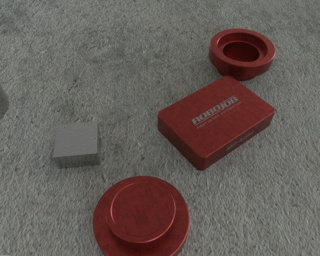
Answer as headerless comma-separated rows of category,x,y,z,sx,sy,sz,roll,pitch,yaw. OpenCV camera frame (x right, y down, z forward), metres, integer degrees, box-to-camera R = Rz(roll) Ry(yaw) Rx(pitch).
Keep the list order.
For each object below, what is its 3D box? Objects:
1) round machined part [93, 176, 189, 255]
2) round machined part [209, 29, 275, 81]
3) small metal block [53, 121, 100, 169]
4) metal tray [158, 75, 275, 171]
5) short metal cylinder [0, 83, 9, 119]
round machined part,-0.019,0.090,0.316,0.099,0.042,0.098,0,50,0
round machined part,0.126,-0.111,0.487,0.099,0.042,0.098,0,50,0
small metal block,-0.101,0.021,0.385,0.050,0.025,0.050,-5,50,-5
metal tray,0.074,-0.012,0.411,0.131,0.030,0.090,-30,56,-23
short metal cylinder,-0.256,-0.042,0.419,0.081,0.050,0.080,0,50,0
